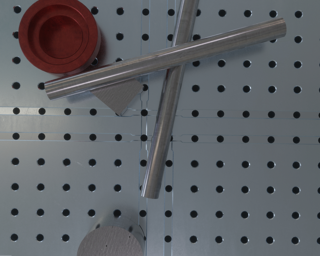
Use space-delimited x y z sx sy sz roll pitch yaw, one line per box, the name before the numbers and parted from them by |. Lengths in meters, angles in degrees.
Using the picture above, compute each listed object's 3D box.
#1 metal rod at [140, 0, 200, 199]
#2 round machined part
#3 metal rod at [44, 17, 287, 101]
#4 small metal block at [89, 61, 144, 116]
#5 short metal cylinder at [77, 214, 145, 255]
metal rod | 0.016 -0.055 0.413 0.025 0.025 0.298 12 90 0
round machined part | -0.126 -0.116 0.404 0.099 0.042 0.097 0 90 0
metal rod | 0.007 -0.086 0.387 0.302 0.025 0.025 -15 90 0
small metal block | -0.056 -0.051 0.413 0.050 0.025 0.050 40 90 0
short metal cylinder | -0.061 0.158 0.400 0.081 0.050 0.080 0 90 0
